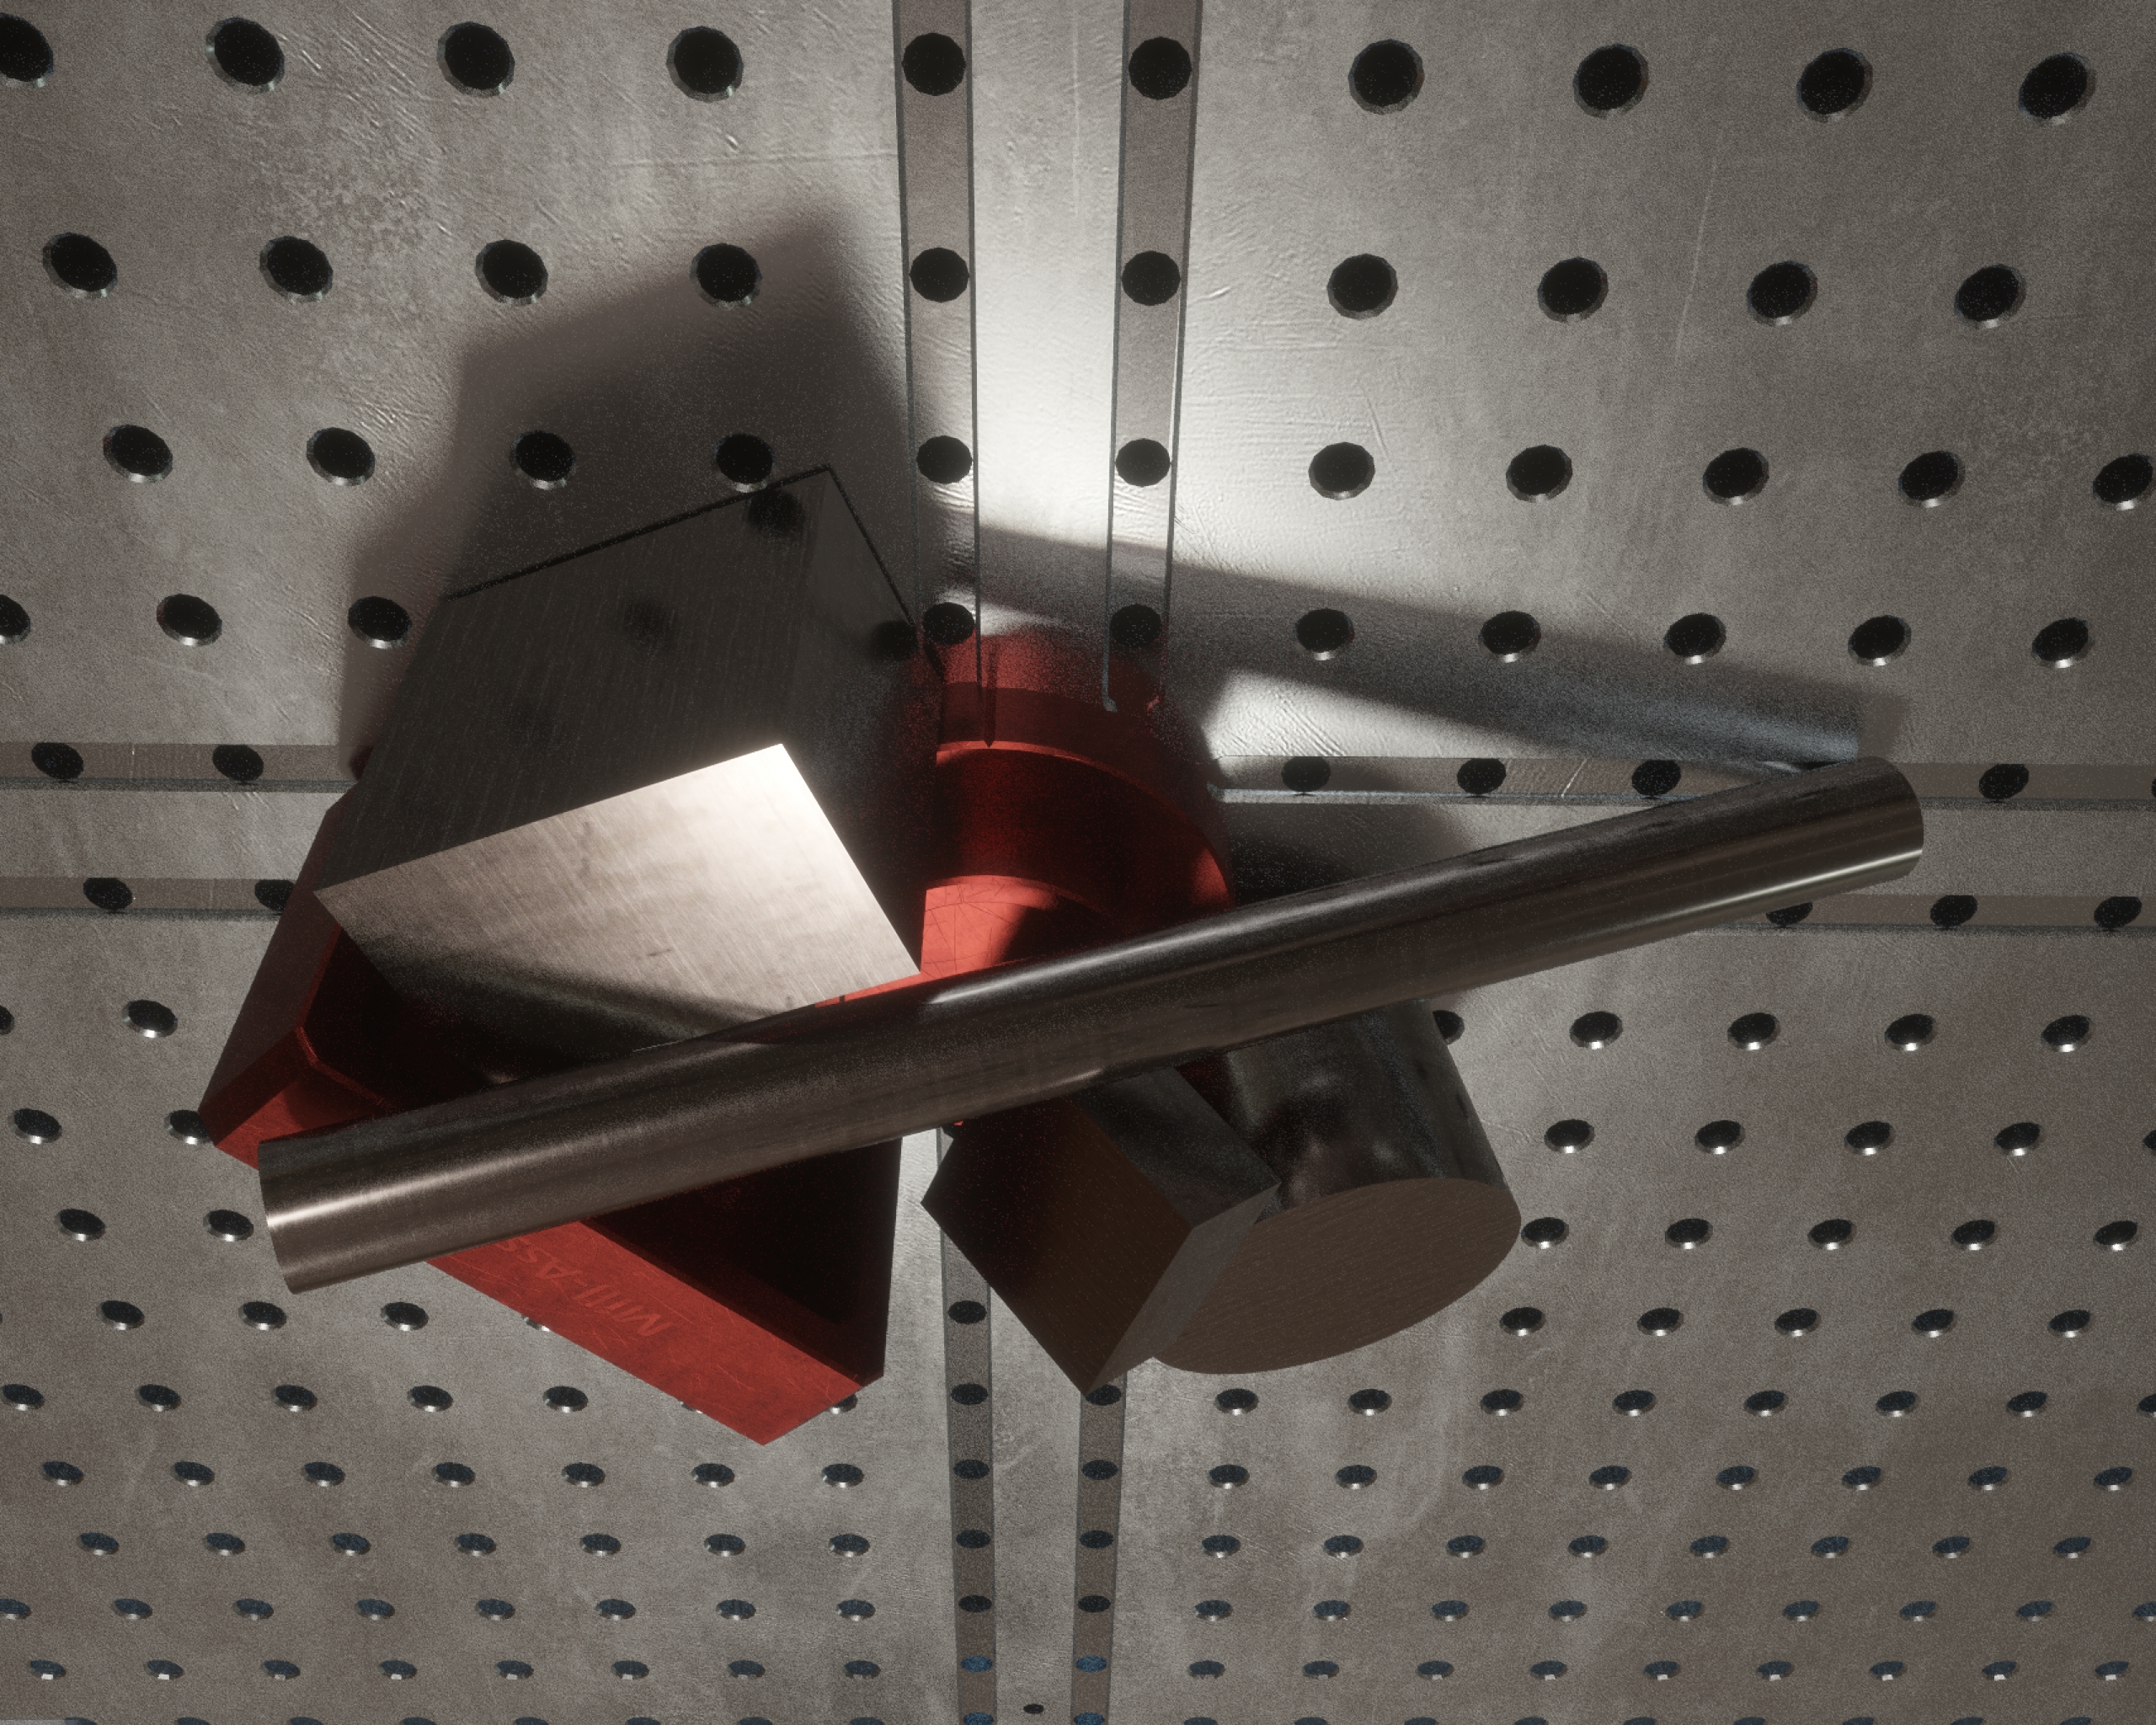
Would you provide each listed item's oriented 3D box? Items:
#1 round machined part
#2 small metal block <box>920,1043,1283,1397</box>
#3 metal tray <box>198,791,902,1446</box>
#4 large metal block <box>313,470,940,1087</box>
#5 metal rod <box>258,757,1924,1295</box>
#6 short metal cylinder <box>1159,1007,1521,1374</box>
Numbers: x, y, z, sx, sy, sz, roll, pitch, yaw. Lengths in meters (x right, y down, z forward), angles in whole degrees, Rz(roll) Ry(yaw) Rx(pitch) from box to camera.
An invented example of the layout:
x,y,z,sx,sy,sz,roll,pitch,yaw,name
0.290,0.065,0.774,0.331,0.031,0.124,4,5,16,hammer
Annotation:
x,y,z,sx,sy,sz,roll,pitch,yaw,name
-0.017,0.015,0.417,0.099,0.042,0.097,-1,130,0,round machined part
0.003,0.062,0.391,0.025,0.050,0.050,-18,144,-45,small metal block
-0.092,0.044,0.404,0.030,0.090,0.130,-36,122,26,metal tray
-0.072,-0.015,0.360,0.080,0.080,0.050,-16,128,13,large metal block
0.016,0.024,0.370,0.302,0.025,0.025,-13,132,-15,metal rod
0.045,0.066,0.436,0.081,0.050,0.080,-12,144,-9,short metal cylinder
